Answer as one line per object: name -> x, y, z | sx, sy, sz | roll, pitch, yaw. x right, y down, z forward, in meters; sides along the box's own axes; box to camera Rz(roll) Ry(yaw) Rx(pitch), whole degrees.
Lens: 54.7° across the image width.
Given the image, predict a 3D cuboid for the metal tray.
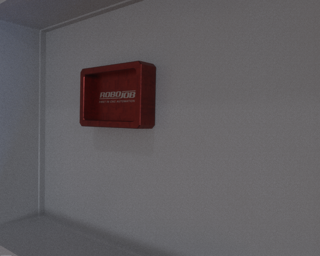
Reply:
metal tray -> -0.066, -0.046, 0.455 | 0.130, 0.030, 0.089 | 2, 91, 39
